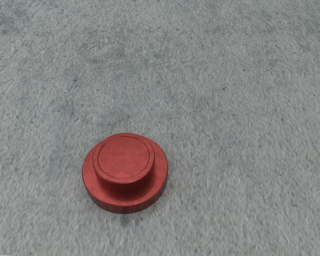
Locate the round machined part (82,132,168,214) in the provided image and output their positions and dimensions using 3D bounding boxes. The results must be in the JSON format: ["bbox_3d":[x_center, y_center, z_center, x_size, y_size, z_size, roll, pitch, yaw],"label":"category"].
[{"bbox_3d":[-0.040,0.044,0.355,0.099,0.042,0.098,0,50,0],"label":"round machined part"}]
